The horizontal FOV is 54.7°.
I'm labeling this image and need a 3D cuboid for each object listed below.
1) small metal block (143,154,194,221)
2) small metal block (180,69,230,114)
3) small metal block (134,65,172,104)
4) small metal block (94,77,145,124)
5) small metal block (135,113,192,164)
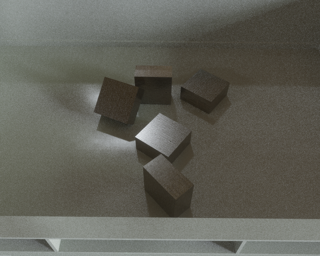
[{"bbox_3d":[0.008,0.064,0.335,0.025,0.050,0.050,-34,58,-25],"label":"small metal block"},{"bbox_3d":[0.065,-0.054,0.452,0.050,0.025,0.050,31,56,23],"label":"small metal block"},{"bbox_3d":[-0.009,-0.061,0.439,0.050,0.050,0.025,1,48,1],"label":"small metal block"},{"bbox_3d":[-0.055,-0.037,0.418,0.050,0.025,0.050,19,94,14],"label":"small metal block"},{"bbox_3d":[0.005,0.015,0.393,0.050,0.025,0.050,30,56,22],"label":"small metal block"}]
